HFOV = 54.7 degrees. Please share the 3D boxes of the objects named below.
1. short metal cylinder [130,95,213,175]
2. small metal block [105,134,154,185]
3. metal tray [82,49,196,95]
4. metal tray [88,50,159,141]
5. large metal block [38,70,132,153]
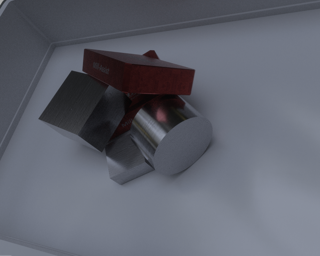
[{"bbox_3d":[0.013,0.007,0.357,0.080,0.080,0.050,-43,51,-2],"label":"short metal cylinder"},{"bbox_3d":[-0.040,0.038,0.400,0.050,0.025,0.050,-26,53,12],"label":"small metal block"},{"bbox_3d":[-0.031,-0.071,0.383,0.130,0.091,0.030,31,117,52],"label":"metal tray"},{"bbox_3d":[-0.046,-0.047,0.451,0.130,0.030,0.090,-30,52,8],"label":"metal tray"},{"bbox_3d":[-0.098,-0.024,0.411,0.080,0.050,0.080,18,71,34],"label":"large metal block"}]
